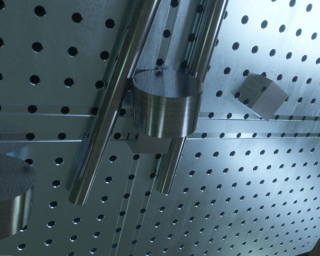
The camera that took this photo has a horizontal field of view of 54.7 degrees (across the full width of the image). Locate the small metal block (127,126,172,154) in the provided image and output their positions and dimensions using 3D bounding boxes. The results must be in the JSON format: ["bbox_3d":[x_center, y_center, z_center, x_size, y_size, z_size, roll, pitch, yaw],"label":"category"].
[{"bbox_3d":[-0.010,0.006,0.409,0.050,0.025,0.050,3,117,-30],"label":"small metal block"}]

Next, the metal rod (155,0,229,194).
[{"bbox_3d":[0.038,-0.039,0.407,0.025,0.025,0.298,0,119,-29],"label":"metal rod"}]

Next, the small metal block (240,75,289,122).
[{"bbox_3d":[0.159,-0.044,0.471,0.050,0.025,0.050,28,103,-38],"label":"small metal block"}]

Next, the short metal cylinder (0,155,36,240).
[{"bbox_3d":[-0.175,0.070,0.323,0.081,0.080,0.050,3,117,-30],"label":"short metal cylinder"}]

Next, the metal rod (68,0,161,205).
[{"bbox_3d":[-0.054,-0.035,0.359,0.025,0.025,0.298,10,113,-33],"label":"metal rod"}]

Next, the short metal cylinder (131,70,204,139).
[{"bbox_3d":[0.007,-0.030,0.360,0.081,0.080,0.050,-9,124,-24],"label":"short metal cylinder"}]
